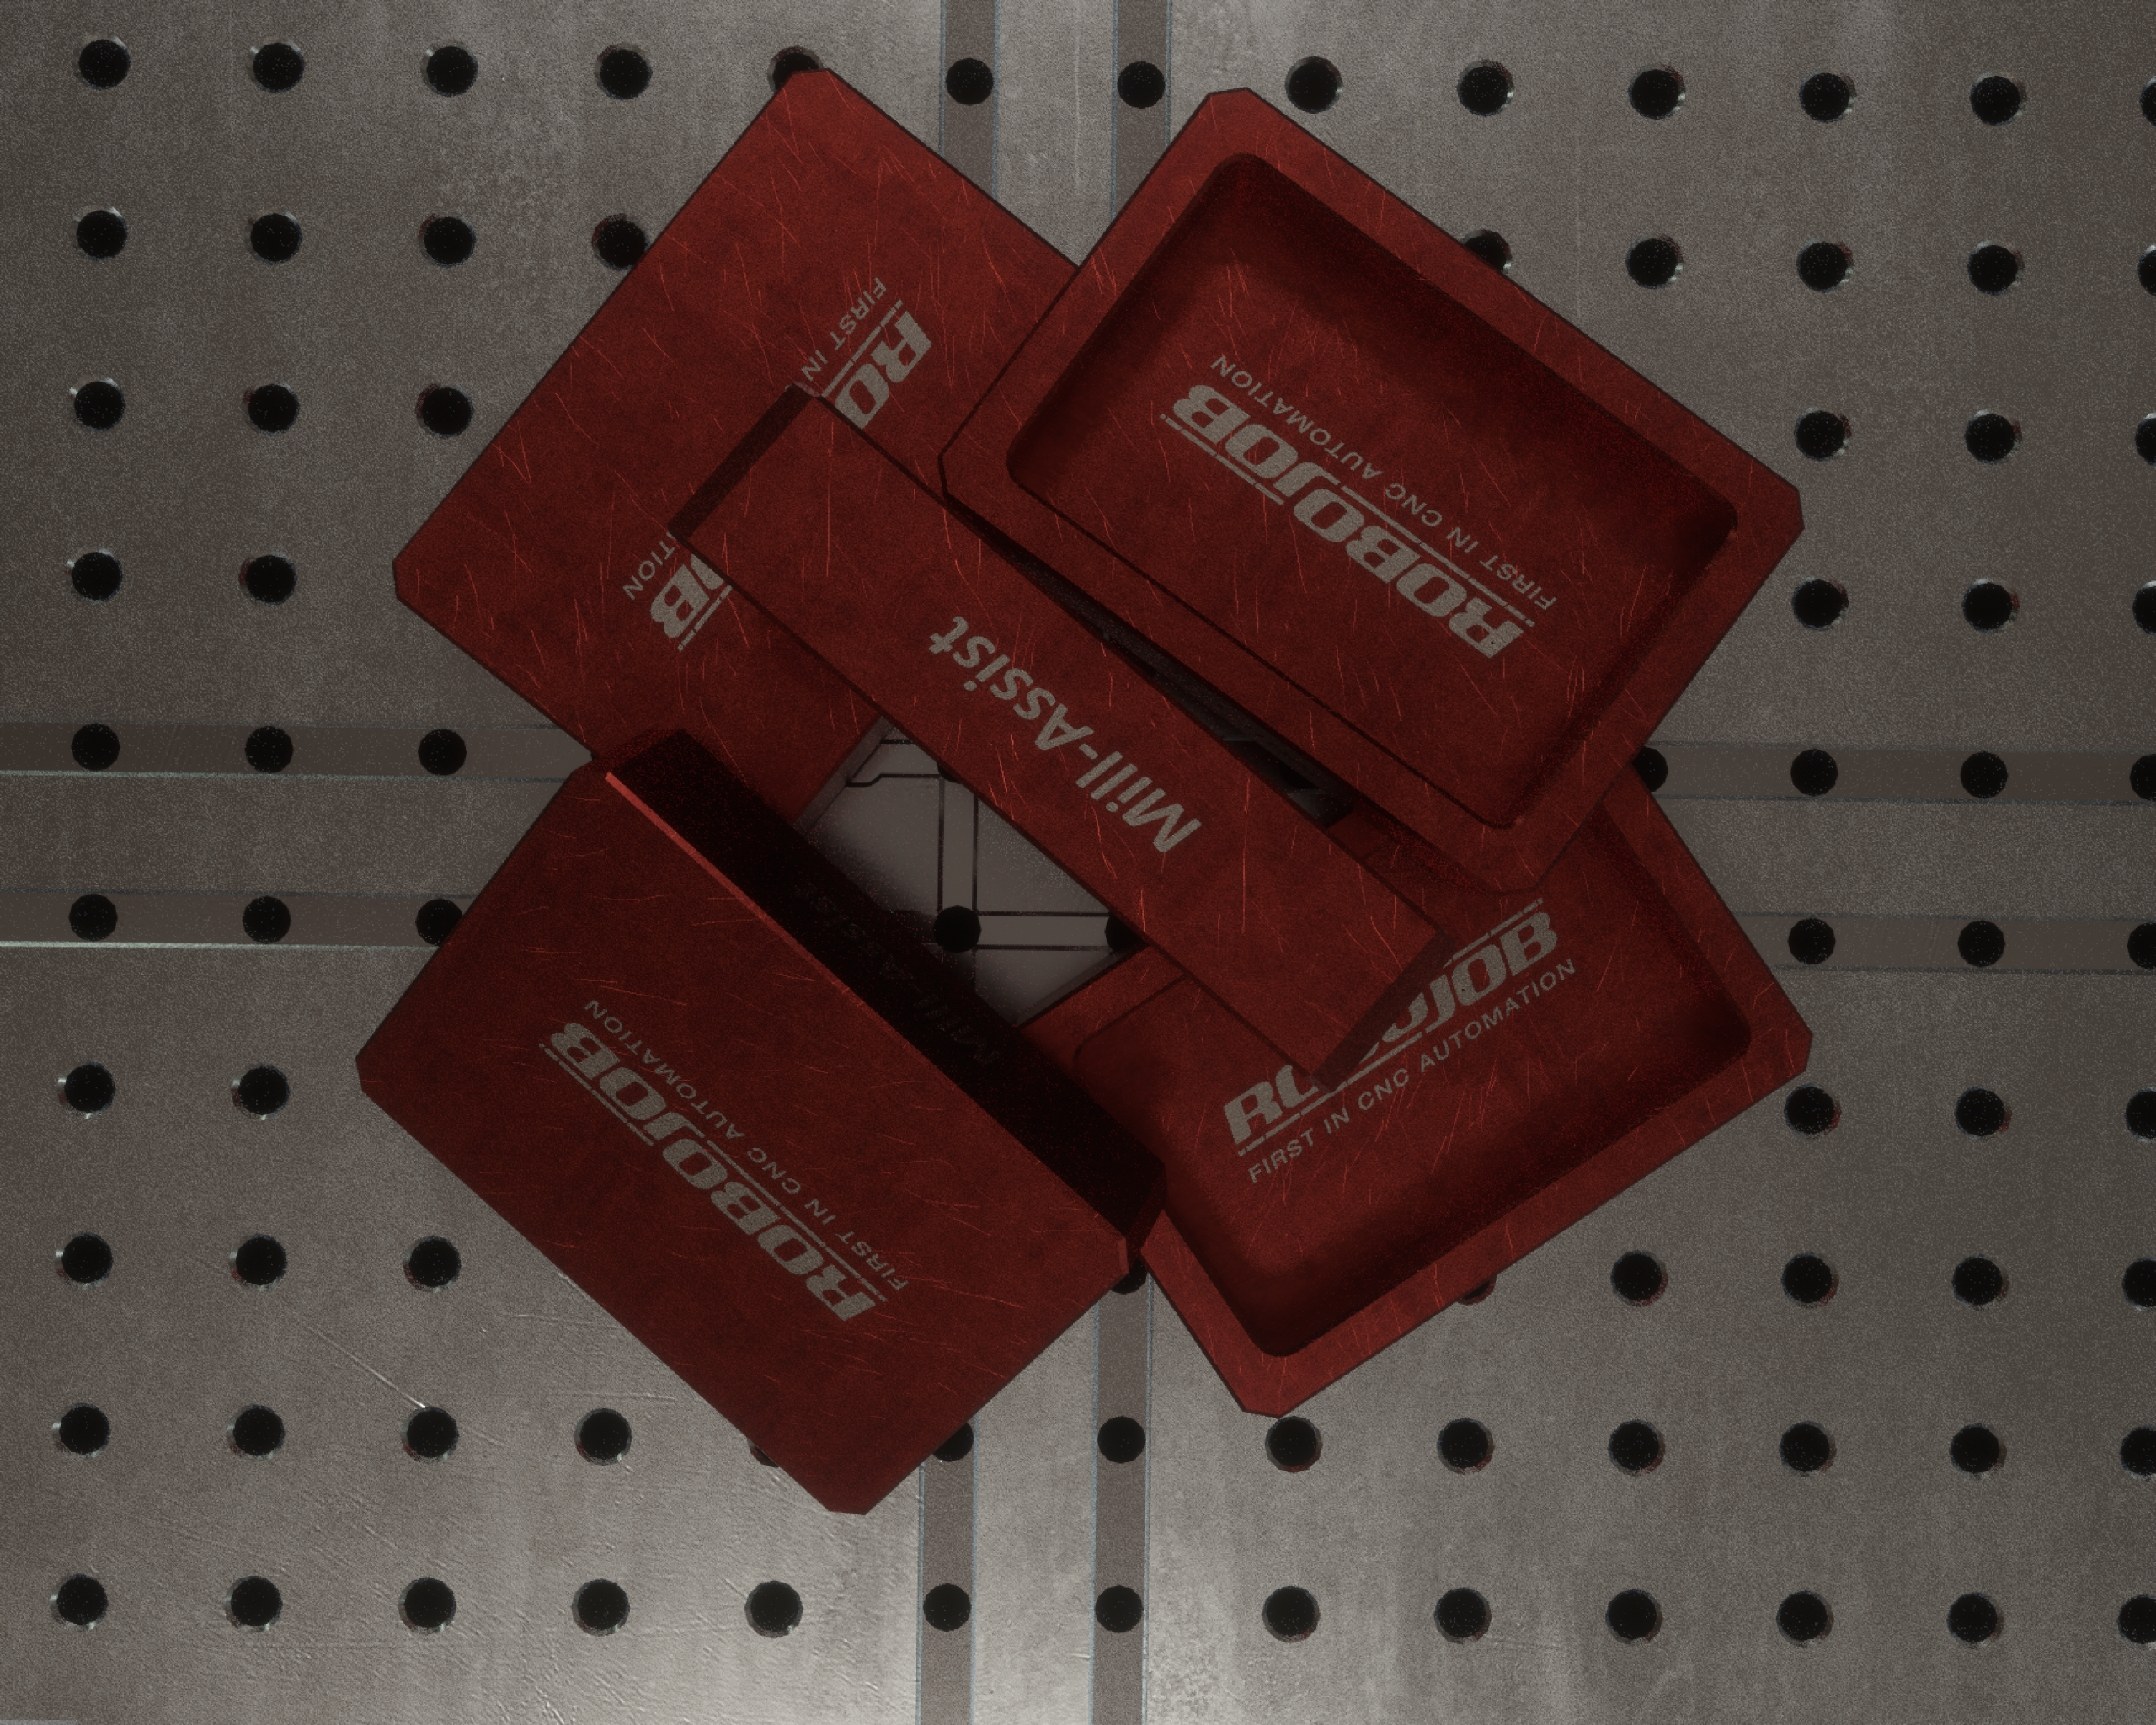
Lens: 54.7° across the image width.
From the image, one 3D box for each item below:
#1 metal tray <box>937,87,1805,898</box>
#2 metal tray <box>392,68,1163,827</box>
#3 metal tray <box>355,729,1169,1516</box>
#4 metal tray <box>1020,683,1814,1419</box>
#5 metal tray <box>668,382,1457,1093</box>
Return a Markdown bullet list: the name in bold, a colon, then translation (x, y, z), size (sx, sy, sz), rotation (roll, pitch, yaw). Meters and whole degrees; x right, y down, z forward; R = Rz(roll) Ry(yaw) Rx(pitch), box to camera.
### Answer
- **metal tray**: translation (0.052, -0.065, 0.381), size (0.130, 0.030, 0.090), rotation (36, 90, -1)
- **metal tray**: translation (-0.057, -0.076, 0.409), size (0.090, 0.030, 0.130), rotation (39, 90, -1)
- **metal tray**: translation (-0.060, 0.050, 0.391), size (0.130, 0.030, 0.090), rotation (42, 115, -1)
- **metal tray**: translation (0.063, 0.035, 0.410), size (0.130, 0.030, 0.090), rotation (-34, 90, -1)
- **metal tray**: translation (-0.002, -0.019, 0.350), size (0.130, 0.090, 0.030), rotation (41, 90, -1)
